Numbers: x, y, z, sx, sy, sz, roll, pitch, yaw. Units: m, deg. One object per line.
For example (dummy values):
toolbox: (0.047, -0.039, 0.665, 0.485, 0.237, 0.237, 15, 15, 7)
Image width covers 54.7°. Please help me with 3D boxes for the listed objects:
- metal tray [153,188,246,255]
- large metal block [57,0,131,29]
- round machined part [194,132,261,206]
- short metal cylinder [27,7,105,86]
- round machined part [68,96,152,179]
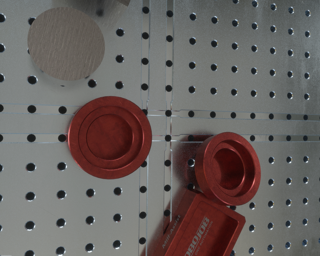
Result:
metal tray: (0.052, 0.161, 0.429, 0.090, 0.030, 0.130, 32, 79, -17)
large metal block: (-0.074, -0.167, 0.356, 0.080, 0.080, 0.050, 23, 83, -19)
round machined part: (0.088, 0.057, 0.427, 0.099, 0.042, 0.098, 8, 73, -27)
short metal cylinder: (-0.108, -0.091, 0.359, 0.081, 0.050, 0.080, 0, 90, -20)
round machined part: (-0.063, 0.011, 0.380, 0.099, 0.042, 0.097, 0, 90, -20)
